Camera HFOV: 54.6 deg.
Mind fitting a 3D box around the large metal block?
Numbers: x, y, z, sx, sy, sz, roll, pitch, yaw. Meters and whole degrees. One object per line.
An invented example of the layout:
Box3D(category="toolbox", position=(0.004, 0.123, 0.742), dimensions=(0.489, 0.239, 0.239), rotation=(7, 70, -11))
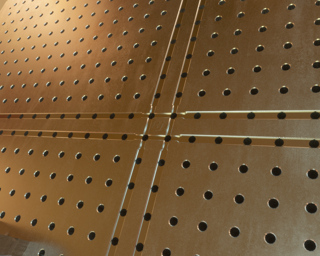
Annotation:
Box3D(category="large metal block", position=(-0.237, 0.150, 0.407), dimensions=(0.080, 0.080, 0.050), rotation=(13, 69, 34))
